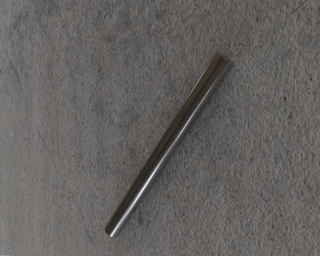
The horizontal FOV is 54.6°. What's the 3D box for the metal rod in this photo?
[{"bbox_3d":[0.001,0.037,0.405,0.025,0.025,0.298,46,118,30],"label":"metal rod"}]
